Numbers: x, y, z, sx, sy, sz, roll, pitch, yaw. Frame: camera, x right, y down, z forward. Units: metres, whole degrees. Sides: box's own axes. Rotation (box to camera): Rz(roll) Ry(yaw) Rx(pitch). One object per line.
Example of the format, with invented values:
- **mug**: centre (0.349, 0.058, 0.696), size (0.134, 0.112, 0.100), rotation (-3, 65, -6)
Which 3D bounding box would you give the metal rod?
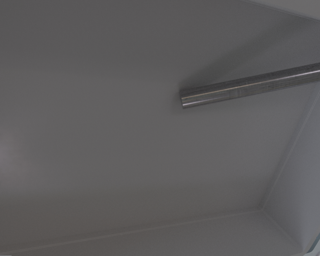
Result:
- **metal rod**: centre (0.175, -0.066, 0.401), size (0.301, 0.025, 0.025), rotation (-11, 126, 0)
